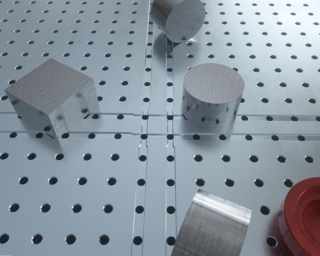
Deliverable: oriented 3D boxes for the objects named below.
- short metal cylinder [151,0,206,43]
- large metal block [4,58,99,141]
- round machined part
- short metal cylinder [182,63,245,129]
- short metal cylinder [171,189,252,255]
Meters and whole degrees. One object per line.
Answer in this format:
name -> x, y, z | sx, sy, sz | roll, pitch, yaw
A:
short metal cylinder -> 0.031, -0.196, 0.537 | 0.081, 0.080, 0.050 | -24, 54, -19
large metal block -> -0.145, -0.042, 0.425 | 0.080, 0.050, 0.080 | 27, 55, 21
round machined part -> 0.169, 0.102, 0.312 | 0.099, 0.042, 0.098 | 0, 50, 0
short metal cylinder -> 0.071, -0.045, 0.430 | 0.081, 0.050, 0.080 | 0, 50, 0
short metal cylinder -> 0.046, 0.103, 0.286 | 0.050, 0.080, 0.080 | 20, 53, 16
